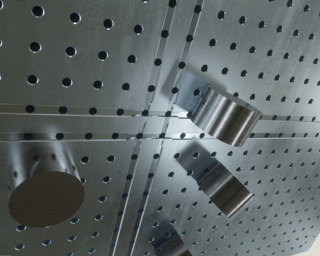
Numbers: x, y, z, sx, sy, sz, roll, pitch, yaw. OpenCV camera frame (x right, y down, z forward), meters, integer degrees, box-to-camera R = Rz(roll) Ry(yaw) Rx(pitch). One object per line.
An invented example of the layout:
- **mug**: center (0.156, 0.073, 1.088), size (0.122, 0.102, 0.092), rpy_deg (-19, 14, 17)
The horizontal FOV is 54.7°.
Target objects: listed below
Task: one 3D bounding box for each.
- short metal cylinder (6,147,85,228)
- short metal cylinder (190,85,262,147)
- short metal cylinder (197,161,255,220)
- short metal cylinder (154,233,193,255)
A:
- **short metal cylinder**: center (-0.135, 0.069, 0.365), size (0.081, 0.050, 0.079), rpy_deg (-14, 125, -21)
- **short metal cylinder**: center (0.088, -0.017, 0.415), size (0.081, 0.080, 0.050), rpy_deg (16, 110, -35)
- **short metal cylinder**: center (0.105, 0.100, 0.497), size (0.050, 0.080, 0.080), rpy_deg (-44, 130, 2)
- **short metal cylinder**: center (0.033, 0.231, 0.539), size (0.050, 0.080, 0.080), rpy_deg (-34, 129, -7)
